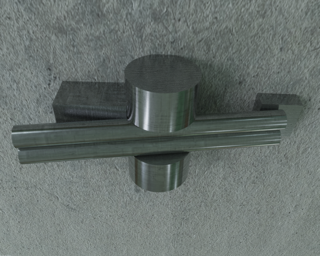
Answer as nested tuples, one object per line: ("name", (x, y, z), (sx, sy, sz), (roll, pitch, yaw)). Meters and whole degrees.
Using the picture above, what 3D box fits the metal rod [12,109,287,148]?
("metal rod", (-0.004, 0.000, 0.350), (0.302, 0.025, 0.025), (-4, 131, -8))

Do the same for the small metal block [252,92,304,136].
("small metal block", (0.146, -0.017, 0.396), (0.050, 0.025, 0.050), (2, 130, -2))

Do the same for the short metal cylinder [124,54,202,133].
("short metal cylinder", (0.003, -0.040, 0.339), (0.081, 0.080, 0.050), (1, 130, -1))

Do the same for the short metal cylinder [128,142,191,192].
("short metal cylinder", (-0.001, 0.036, 0.403), (0.081, 0.080, 0.050), (1, 130, -1))

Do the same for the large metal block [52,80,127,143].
("large metal block", (-0.079, -0.010, 0.383), (0.081, 0.050, 0.079), (1, 130, -2))

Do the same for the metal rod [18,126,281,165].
("metal rod", (-0.005, 0.019, 0.366), (0.302, 0.025, 0.025), (-4, 131, -8))
